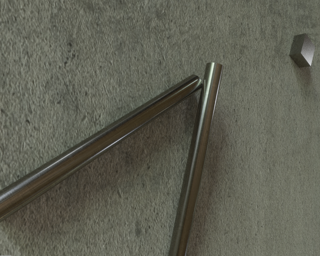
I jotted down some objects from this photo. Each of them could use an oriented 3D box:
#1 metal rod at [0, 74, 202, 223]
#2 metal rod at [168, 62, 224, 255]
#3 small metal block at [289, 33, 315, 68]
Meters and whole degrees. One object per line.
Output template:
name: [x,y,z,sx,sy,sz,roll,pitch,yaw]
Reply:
metal rod: [-0.051,0.005,0.363,0.302,0.025,0.025,-35,112,-35]
metal rod: [0.049,0.056,0.433,0.025,0.025,0.298,15,85,-39]
small metal block: [0.306,-0.166,0.666,0.050,0.025,0.050,32,70,-36]
